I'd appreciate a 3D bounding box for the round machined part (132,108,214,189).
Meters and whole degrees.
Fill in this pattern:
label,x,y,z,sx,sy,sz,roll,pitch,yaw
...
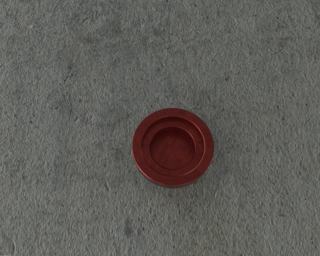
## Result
label,x,y,z,sx,sy,sz,roll,pitch,yaw
round machined part,0.015,0.027,0.390,0.099,0.042,0.098,0,70,-1
